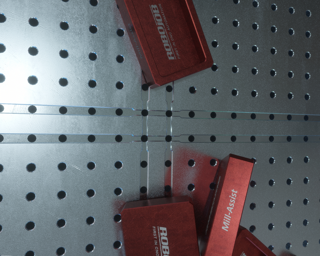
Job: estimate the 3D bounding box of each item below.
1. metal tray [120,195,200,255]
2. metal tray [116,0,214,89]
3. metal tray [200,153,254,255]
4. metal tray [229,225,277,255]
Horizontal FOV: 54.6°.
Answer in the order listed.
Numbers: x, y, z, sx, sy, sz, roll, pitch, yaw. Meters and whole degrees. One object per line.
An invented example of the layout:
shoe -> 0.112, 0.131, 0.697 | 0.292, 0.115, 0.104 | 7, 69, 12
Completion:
metal tray -> 0.004, 0.158, 0.396 | 0.090, 0.030, 0.129 | -7, 93, 0
metal tray -> 0.008, -0.128, 0.412 | 0.091, 0.030, 0.129 | -23, 98, -19
metal tray -> 0.084, 0.103, 0.402 | 0.030, 0.090, 0.130 | 15, 80, 7
metal tray -> 0.105, 0.217, 0.448 | 0.090, 0.030, 0.130 | 43, 76, -15
